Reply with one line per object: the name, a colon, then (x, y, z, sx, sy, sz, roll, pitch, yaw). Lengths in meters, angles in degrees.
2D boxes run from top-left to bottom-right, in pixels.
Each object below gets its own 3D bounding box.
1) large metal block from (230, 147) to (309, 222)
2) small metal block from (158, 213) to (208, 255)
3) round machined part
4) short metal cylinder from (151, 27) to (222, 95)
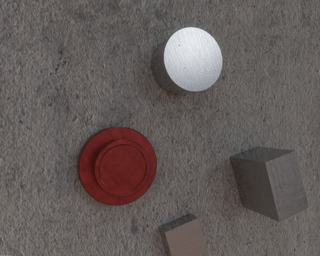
large metal block: (0.151, 0.074, 0.436, 0.050, 0.080, 0.080, -17, 96, -19)
small metal block: (0.031, 0.151, 0.421, 0.050, 0.025, 0.050, -17, 96, -19)
round machined part: (-0.050, 0.047, 0.382, 0.099, 0.042, 0.097, 0, 90, -20)
short metal cylinder: (0.034, -0.085, 0.408, 0.081, 0.050, 0.080, 0, 90, -20)
